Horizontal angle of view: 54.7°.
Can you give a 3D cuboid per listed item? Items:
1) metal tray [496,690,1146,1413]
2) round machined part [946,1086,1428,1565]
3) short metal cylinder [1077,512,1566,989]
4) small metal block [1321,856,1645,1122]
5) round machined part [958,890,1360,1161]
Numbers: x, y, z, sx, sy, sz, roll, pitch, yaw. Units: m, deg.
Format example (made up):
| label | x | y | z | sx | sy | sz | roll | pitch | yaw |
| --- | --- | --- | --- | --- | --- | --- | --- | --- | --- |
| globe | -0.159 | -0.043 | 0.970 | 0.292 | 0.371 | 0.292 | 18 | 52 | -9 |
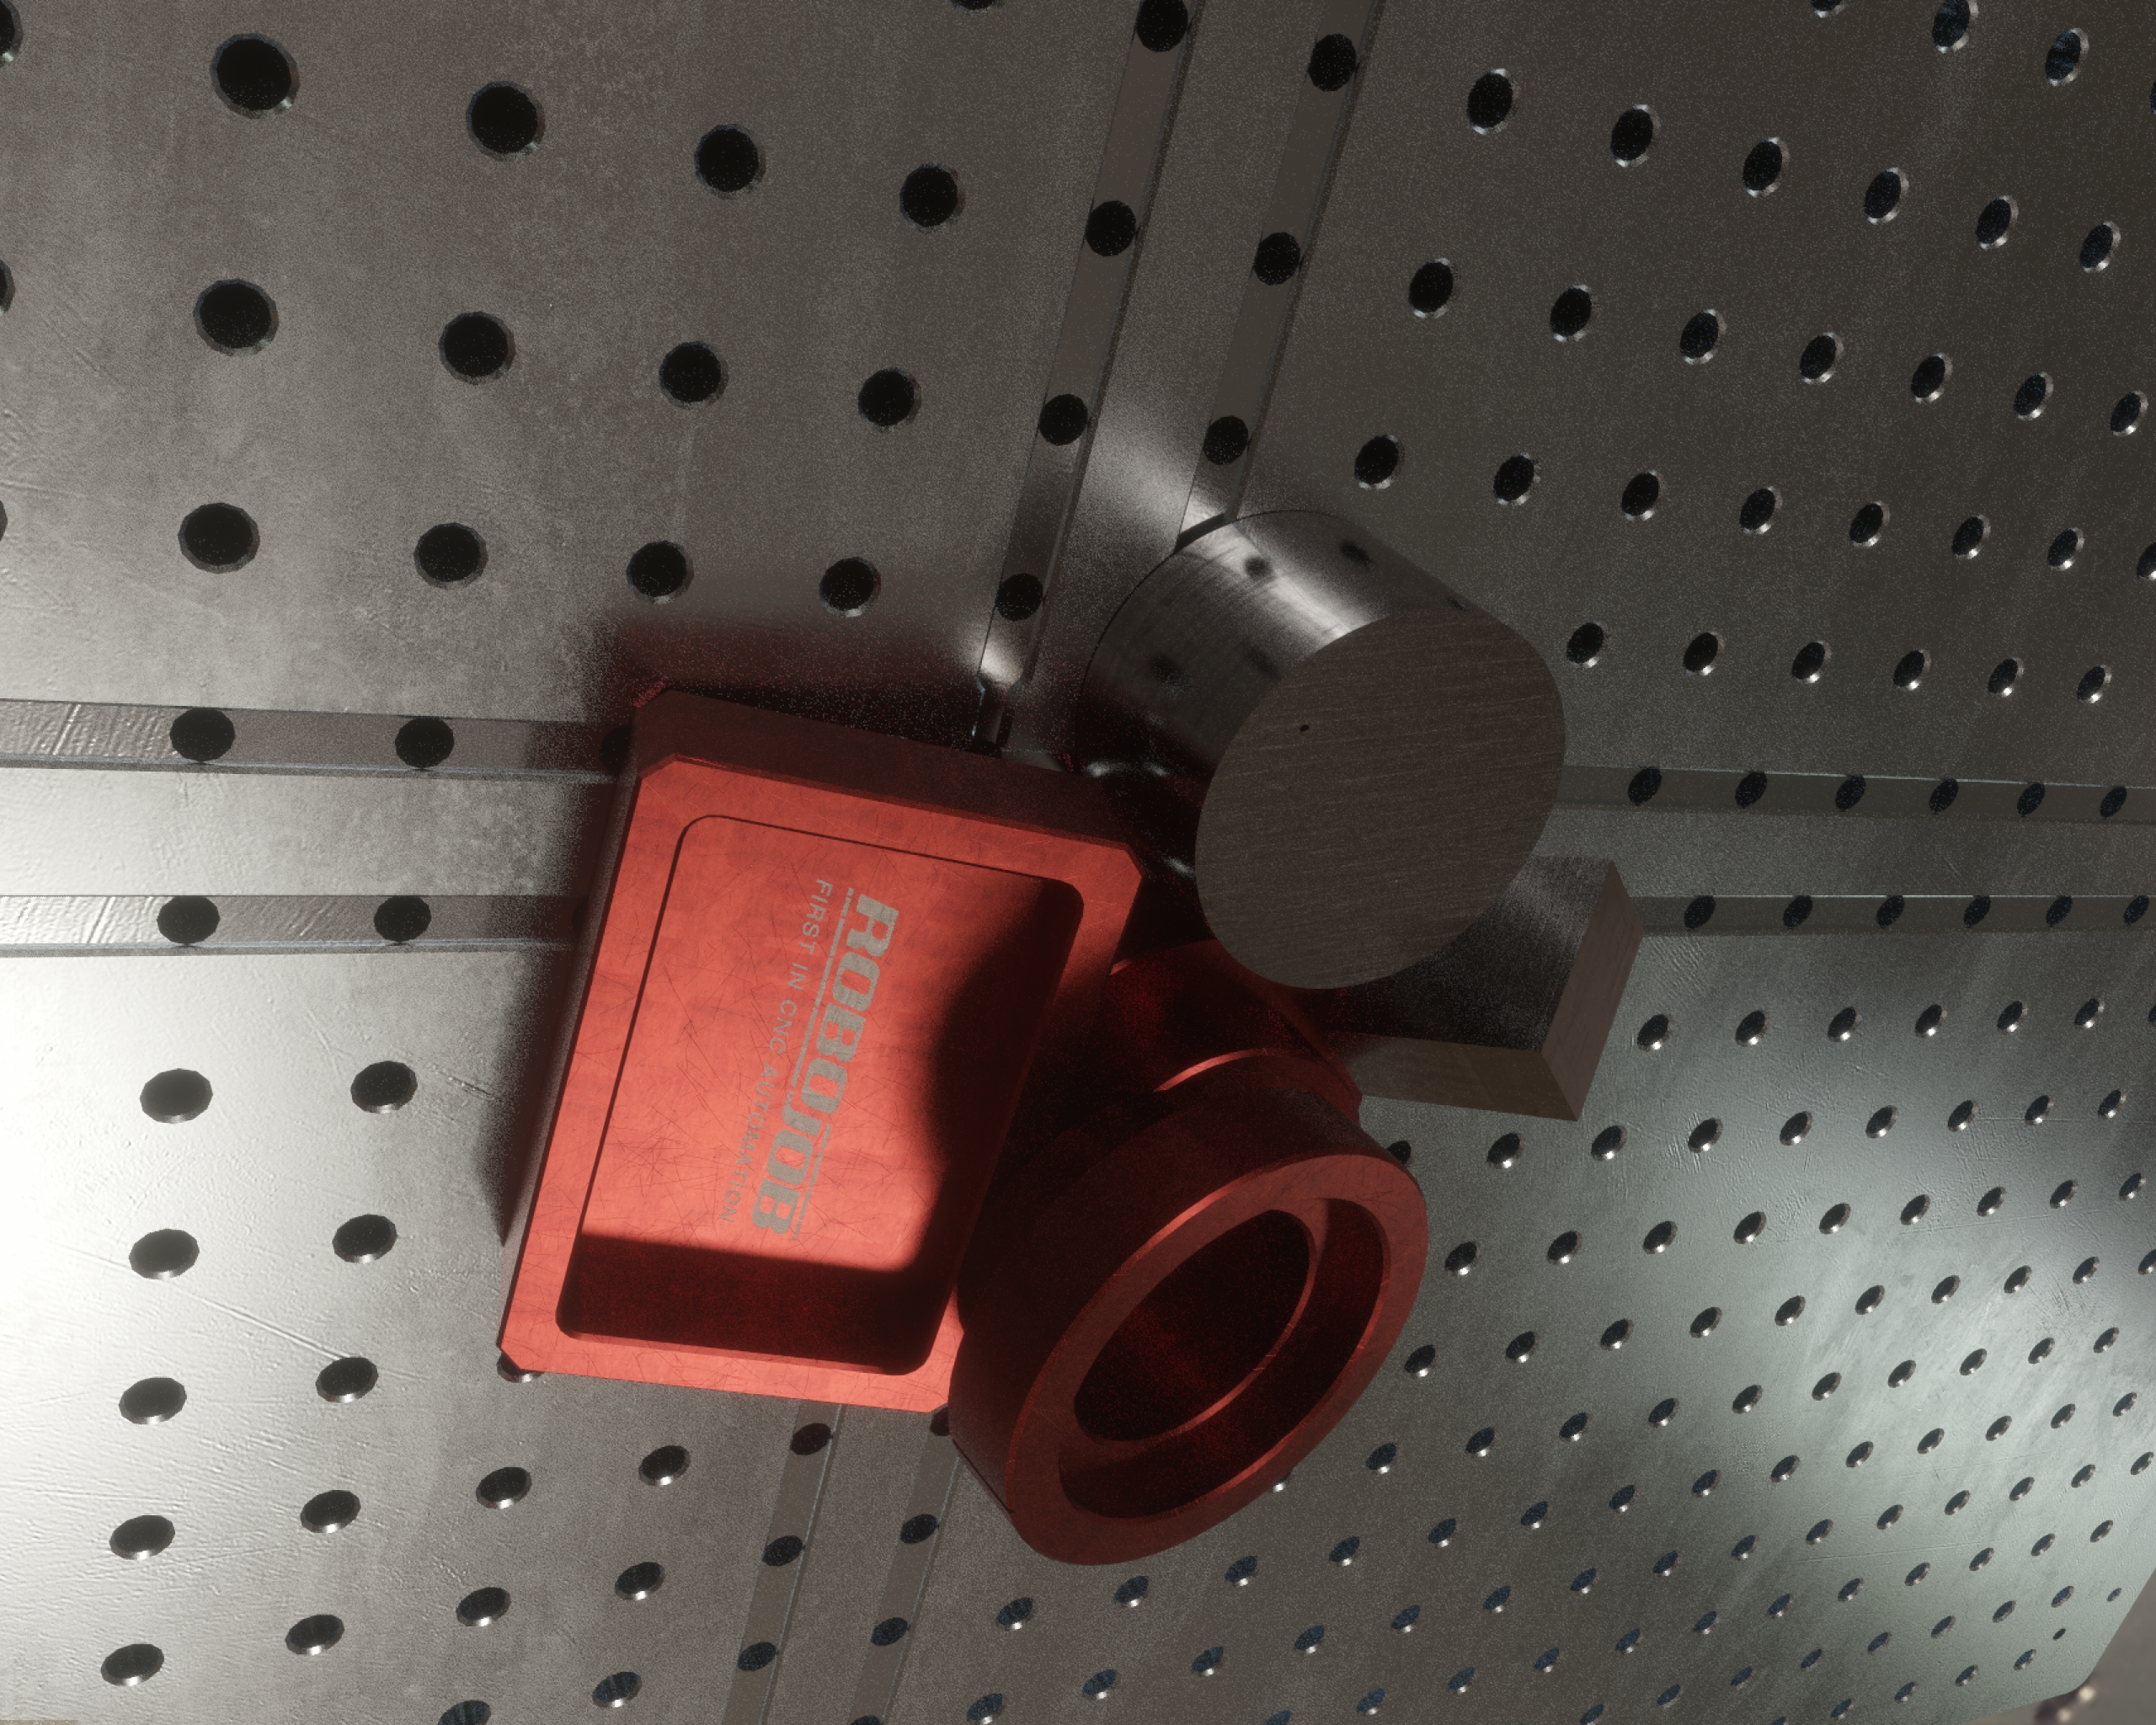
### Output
| label | x | y | z | sx | sy | sz | roll | pitch | yaw |
| --- | --- | --- | --- | --- | --- | --- | --- | --- | --- |
| metal tray | -0.051 | 0.040 | 0.392 | 0.091 | 0.030 | 0.129 | 11 | 113 | -18 |
| round machined part | 0.016 | 0.083 | 0.400 | 0.099 | 0.042 | 0.097 | -23 | 133 | -27 |
| short metal cylinder | 0.047 | -0.022 | 0.408 | 0.081 | 0.050 | 0.079 | -14 | 125 | -21 |
| small metal block | 0.087 | 0.025 | 0.448 | 0.025 | 0.050 | 0.050 | 56 | 50 | -39 |
| round machined part | 0.021 | 0.058 | 0.447 | 0.099 | 0.042 | 0.097 | -14 | 125 | -21 |
